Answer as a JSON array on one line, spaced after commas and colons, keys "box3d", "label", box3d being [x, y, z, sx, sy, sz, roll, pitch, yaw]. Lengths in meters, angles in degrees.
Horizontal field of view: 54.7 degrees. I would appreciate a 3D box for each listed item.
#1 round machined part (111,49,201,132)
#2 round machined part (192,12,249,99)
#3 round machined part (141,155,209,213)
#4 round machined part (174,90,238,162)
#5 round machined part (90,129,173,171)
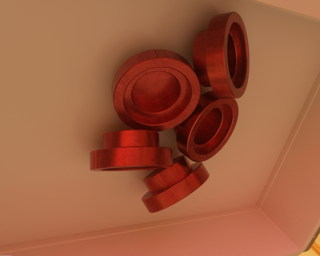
[{"box3d": [-0.006, -0.046, 0.357, 0.099, 0.042, 0.097, -8, 129, -10], "label": "round machined part"}, {"box3d": [0.072, -0.083, 0.366, 0.099, 0.042, 0.097, -3, 93, -59], "label": "round machined part"}, {"box3d": [0.016, 0.072, 0.430, 0.098, 0.098, 0.042, -31, 88, -8], "label": "round machined part"}, {"box3d": [0.057, -0.006, 0.417, 0.099, 0.042, 0.097, -27, 134, -31], "label": "round machined part"}, {"box3d": [-0.034, 0.028, 0.374, 0.099, 0.098, 0.042, 3, 78, -31], "label": "round machined part"}]
